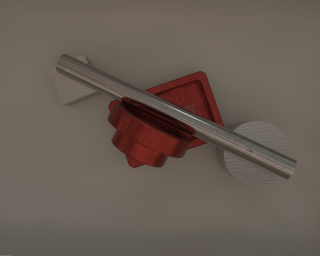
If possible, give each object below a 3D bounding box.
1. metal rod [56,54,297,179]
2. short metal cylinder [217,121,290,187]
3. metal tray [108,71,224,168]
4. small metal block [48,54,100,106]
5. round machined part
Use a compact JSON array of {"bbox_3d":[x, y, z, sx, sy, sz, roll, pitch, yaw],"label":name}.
[{"bbox_3d":[0.014,-0.016,0.369,0.301,0.025,0.025,25,90,6],"label":"metal rod"},{"bbox_3d":[0.117,0.031,0.399,0.081,0.050,0.079,0,90,-1],"label":"short metal cylinder"},{"bbox_3d":[0.009,-0.011,0.407,0.131,0.030,0.090,-19,90,-1],"label":"metal tray"},{"bbox_3d":[-0.111,-0.062,0.408,0.050,0.025,0.050,-22,90,-1],"label":"small metal block"},{"bbox_3d":[-0.017,0.011,0.360,0.098,0.098,0.042,28,98,-1],"label":"round machined part"}]
